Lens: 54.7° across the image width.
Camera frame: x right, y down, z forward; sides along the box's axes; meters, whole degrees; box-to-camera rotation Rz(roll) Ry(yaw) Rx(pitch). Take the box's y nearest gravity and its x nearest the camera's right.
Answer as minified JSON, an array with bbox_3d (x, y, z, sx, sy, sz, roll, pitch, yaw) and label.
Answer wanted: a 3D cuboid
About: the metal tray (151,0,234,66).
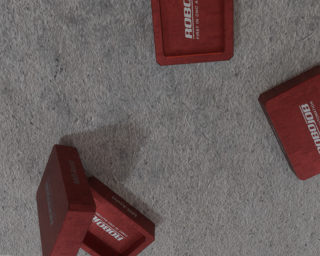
[{"bbox_3d":[0.036,-0.141,0.355,0.091,0.030,0.129,-5,110,1],"label":"metal tray"}]

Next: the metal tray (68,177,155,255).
[{"bbox_3d":[-0.083,0.144,0.459,0.130,0.030,0.090,42,105,-14],"label":"metal tray"}]

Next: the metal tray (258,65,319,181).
[{"bbox_3d":[0.198,-0.004,0.407,0.090,0.030,0.130,-28,108,9],"label":"metal tray"}]

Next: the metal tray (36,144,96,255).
[{"bbox_3d":[-0.122,0.091,0.385,0.030,0.130,0.089,14,111,-32],"label":"metal tray"}]
